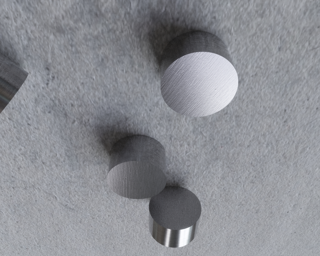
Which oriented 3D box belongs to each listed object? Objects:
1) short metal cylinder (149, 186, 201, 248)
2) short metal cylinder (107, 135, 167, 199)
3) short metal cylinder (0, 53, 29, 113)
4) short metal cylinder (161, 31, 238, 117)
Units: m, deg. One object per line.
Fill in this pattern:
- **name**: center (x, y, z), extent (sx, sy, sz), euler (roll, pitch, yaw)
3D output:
- **short metal cylinder**: center (0.022, 0.139, 0.490), extent (0.081, 0.080, 0.050), euler (1, 130, -2)
- **short metal cylinder**: center (-0.032, 0.056, 0.438), extent (0.081, 0.050, 0.079), euler (0, 130, 0)
- **short metal cylinder**: center (-0.188, -0.043, 0.331), extent (0.080, 0.080, 0.050), euler (-36, 122, 26)
- **short metal cylinder**: center (0.041, -0.059, 0.341), extent (0.081, 0.050, 0.079), euler (0, 130, 0)
